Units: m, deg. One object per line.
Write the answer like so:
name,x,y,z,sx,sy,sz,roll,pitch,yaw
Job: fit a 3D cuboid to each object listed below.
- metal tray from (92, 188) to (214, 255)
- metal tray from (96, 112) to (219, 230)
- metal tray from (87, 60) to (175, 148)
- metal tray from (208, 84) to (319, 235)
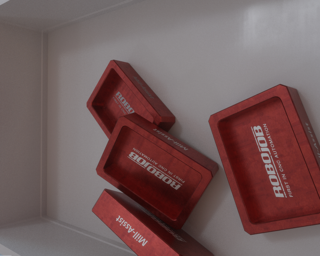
metal tray,-0.009,0.124,0.368,0.130,0.090,0.030,30,88,36
metal tray,-0.007,0.051,0.381,0.130,0.030,0.089,32,111,14
metal tray,-0.047,-0.024,0.442,0.130,0.030,0.090,51,120,28
metal tray,0.111,0.033,0.311,0.090,0.030,0.129,-26,74,37
